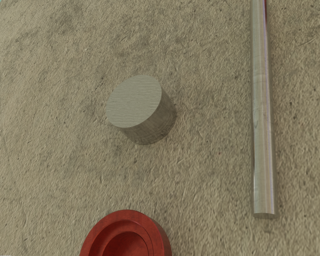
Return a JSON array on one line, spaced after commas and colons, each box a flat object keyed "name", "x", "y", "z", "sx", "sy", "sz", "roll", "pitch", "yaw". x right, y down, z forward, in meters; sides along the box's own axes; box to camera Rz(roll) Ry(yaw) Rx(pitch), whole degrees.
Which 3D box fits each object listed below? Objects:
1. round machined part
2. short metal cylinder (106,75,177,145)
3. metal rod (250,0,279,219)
[{"name": "round machined part", "x": -0.032, "y": 0.139, "z": 0.323, "sx": 0.098, "sy": 0.042, "sz": 0.098, "roll": -13, "pitch": 56, "yaw": 20}, {"name": "short metal cylinder", "x": -0.024, "y": -0.024, "z": 0.414, "sx": 0.080, "sy": 0.050, "sz": 0.080, "roll": -13, "pitch": 56, "yaw": 20}, {"name": "metal rod", "x": 0.121, "y": -0.046, "z": 0.368, "sx": 0.025, "sy": 0.025, "sz": 0.299, "roll": -6, "pitch": 59, "yaw": 25}]
